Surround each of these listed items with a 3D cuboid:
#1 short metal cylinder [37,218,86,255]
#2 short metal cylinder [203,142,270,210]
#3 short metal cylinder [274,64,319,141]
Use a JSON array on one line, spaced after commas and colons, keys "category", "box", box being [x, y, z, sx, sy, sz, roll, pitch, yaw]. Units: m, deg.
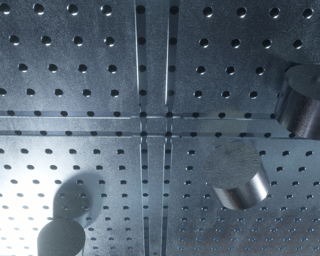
[{"category": "short metal cylinder", "box": [-0.176, 0.210, 0.553, 0.081, 0.080, 0.050, 10, 129, -9]}, {"category": "short metal cylinder", "box": [0.106, 0.066, 0.433, 0.080, 0.080, 0.050, -20, 127, 16]}, {"category": "short metal cylinder", "box": [0.177, -0.031, 0.351, 0.081, 0.080, 0.050, 0, 130, 0]}]
